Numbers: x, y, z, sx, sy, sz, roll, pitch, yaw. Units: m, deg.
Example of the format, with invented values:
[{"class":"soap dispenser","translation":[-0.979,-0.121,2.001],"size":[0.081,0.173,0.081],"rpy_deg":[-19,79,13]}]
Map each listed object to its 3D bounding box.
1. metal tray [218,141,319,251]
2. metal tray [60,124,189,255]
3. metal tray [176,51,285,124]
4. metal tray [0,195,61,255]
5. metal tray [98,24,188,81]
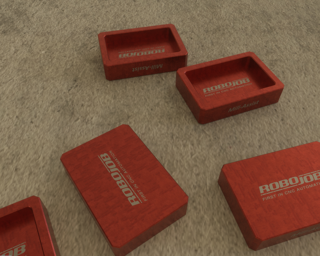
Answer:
[{"class":"metal tray","translation":[0.142,0.070,0.343],"size":[0.131,0.030,0.090],"rpy_deg":[-12,51,-11]},{"class":"metal tray","translation":[-0.042,0.062,0.347],"size":[0.091,0.030,0.130],"rpy_deg":[-28,56,-22]},{"class":"metal tray","translation":[0.099,-0.062,0.453],"size":[0.131,0.030,0.090],"rpy_deg":[-16,52,-14]},{"class":"metal tray","translation":[-0.165,0.130,0.288],"size":[0.131,0.030,0.090],"rpy_deg":[-21,53,-17]},{"class":"metal tray","translation":[-0.030,-0.126,0.505],"size":[0.131,0.030,0.090],"rpy_deg":[-10,51,-9]}]
